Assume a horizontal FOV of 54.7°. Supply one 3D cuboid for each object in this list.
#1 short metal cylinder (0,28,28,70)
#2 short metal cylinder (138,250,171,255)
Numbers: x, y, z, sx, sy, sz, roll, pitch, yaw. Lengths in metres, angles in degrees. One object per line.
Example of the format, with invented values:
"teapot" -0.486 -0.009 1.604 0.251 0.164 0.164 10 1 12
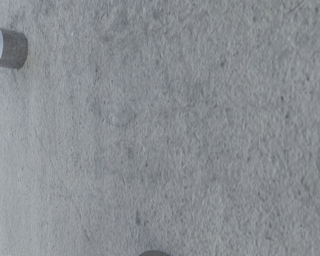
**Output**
"short metal cylinder" -0.321 -0.166 0.649 0.080 0.050 0.079 0 90 39
"short metal cylinder" -0.007 0.197 0.373 0.080 0.081 0.050 44 116 31
